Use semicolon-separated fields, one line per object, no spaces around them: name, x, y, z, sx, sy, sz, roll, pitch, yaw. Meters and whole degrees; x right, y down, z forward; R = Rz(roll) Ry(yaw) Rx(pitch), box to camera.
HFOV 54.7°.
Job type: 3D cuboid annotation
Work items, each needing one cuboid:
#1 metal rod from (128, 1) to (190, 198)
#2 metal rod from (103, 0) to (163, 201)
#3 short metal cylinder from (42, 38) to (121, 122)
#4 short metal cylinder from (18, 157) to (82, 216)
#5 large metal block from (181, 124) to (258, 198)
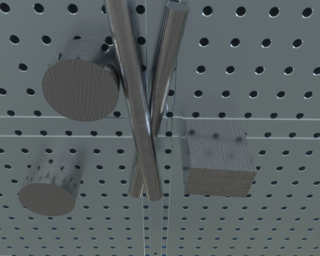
metal rod;-0.011;-0.010;0.403;0.025;0.025;0.298;8;130;-7
metal rod;-0.027;-0.028;0.362;0.025;0.025;0.298;-6;123;5
short metal cylinder;-0.084;-0.054;0.349;0.081;0.050;0.079;0;130;0
short metal cylinder;-0.164;0.090;0.470;0.081;0.050;0.079;0;130;0
large metal block;0.074;0.042;0.412;0.081;0.080;0.050;5;130;-4
